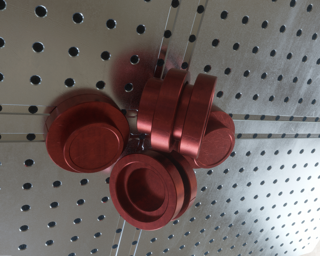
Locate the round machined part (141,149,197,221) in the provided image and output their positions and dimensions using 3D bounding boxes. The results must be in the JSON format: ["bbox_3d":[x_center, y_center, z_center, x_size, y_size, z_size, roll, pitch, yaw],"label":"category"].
[{"bbox_3d":[0.006,0.074,0.424,0.042,0.098,0.097,-14,131,-60],"label":"round machined part"}]

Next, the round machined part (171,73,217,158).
[{"bbox_3d":[0.035,-0.017,0.363,0.042,0.098,0.097,14,118,10],"label":"round machined part"}]

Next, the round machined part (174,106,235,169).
[{"bbox_3d":[0.069,0.020,0.449,0.099,0.042,0.097,-14,124,-21],"label":"round machined part"}]

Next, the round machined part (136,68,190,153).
[{"bbox_3d":[0.003,-0.023,0.366,0.042,0.098,0.097,14,118,10],"label":"round machined part"}]

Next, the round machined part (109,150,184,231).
[{"bbox_3d":[-0.013,0.076,0.397,0.042,0.098,0.097,-15,132,-60],"label":"round machined part"}]

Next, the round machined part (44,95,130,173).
[{"bbox_3d":[-0.081,0.014,0.363,0.099,0.042,0.097,-14,124,-21],"label":"round machined part"}]
